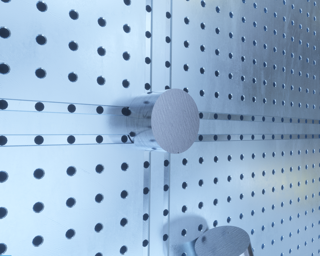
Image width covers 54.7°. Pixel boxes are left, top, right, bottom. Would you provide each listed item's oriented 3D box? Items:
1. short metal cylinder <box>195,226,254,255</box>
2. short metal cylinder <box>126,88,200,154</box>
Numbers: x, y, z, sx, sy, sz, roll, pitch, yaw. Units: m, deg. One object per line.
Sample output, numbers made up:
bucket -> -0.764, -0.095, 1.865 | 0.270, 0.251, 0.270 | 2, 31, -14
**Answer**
short metal cylinder -> 0.096, 0.189, 0.454 | 0.081, 0.080, 0.050 | -27, 107, -37
short metal cylinder -> 0.005, -0.008, 0.396 | 0.081, 0.050, 0.079 | 0, 90, -40
